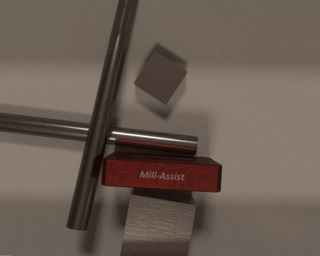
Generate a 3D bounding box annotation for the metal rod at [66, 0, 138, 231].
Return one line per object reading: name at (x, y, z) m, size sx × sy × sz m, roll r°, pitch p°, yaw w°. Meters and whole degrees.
metal rod at (-0.070, -0.027, 0.389) m, size 0.025 × 0.025 × 0.299 m, roll 11°, pitch 81°, yaw -1°

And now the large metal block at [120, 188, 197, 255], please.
large metal block at (-0.002, 0.126, 0.399) m, size 0.080 × 0.050 × 0.080 m, roll 10°, pitch 90°, yaw -1°

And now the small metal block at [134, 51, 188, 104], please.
small metal block at (0.001, -0.066, 0.411) m, size 0.050 × 0.025 × 0.050 m, roll 33°, pitch 90°, yaw -1°

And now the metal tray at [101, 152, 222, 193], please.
metal tray at (0.002, 0.051, 0.379) m, size 0.131 × 0.090 × 0.030 m, roll 3°, pitch 90°, yaw -1°

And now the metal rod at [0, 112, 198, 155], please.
metal rod at (-0.101, 0.005, 0.410) m, size 0.302 × 0.025 × 0.025 m, roll 7°, pitch 90°, yaw -1°
